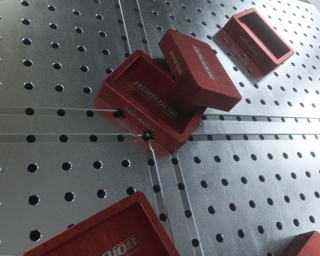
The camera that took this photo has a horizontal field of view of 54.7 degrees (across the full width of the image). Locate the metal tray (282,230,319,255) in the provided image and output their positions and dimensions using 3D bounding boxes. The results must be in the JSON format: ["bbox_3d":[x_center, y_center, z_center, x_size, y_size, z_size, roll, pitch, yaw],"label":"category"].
[{"bbox_3d":[0.184,0.202,0.383,0.131,0.030,0.090,-26,76,-37],"label":"metal tray"}]

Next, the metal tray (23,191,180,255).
[{"bbox_3d":[-0.052,0.130,0.298,0.131,0.030,0.090,-22,74,-36],"label":"metal tray"}]

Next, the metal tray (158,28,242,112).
[{"bbox_3d":[0.058,-0.087,0.465,0.091,0.030,0.130,9,46,-36],"label":"metal tray"}]

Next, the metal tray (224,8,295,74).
[{"bbox_3d":[0.201,-0.178,0.625,0.091,0.030,0.130,-34,81,-38],"label":"metal tray"}]

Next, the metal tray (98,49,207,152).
[{"bbox_3d":[-0.006,-0.040,0.427,0.130,0.030,0.090,38,51,-3],"label":"metal tray"}]
